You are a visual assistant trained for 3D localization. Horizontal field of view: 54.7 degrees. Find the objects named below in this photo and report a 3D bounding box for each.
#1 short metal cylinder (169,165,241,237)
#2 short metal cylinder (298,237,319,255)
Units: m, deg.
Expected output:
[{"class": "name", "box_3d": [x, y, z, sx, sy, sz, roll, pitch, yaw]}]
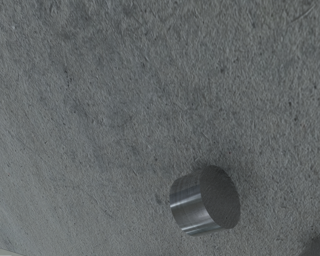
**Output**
[{"class": "short metal cylinder", "box_3d": [0.059, 0.094, 0.398, 0.050, 0.080, 0.080, -30, 102, 38]}, {"class": "short metal cylinder", "box_3d": [0.207, 0.181, 0.374, 0.080, 0.080, 0.050, 27, 128, 11]}]
